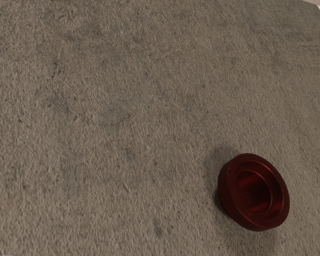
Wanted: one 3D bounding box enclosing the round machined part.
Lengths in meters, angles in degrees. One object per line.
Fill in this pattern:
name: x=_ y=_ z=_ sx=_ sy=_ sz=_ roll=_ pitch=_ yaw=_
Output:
round machined part: x=0.116 y=0.086 z=0.406 sx=0.099 sy=0.042 sz=0.098 roll=14 pitch=56 yaw=-21
